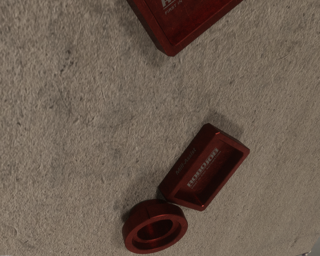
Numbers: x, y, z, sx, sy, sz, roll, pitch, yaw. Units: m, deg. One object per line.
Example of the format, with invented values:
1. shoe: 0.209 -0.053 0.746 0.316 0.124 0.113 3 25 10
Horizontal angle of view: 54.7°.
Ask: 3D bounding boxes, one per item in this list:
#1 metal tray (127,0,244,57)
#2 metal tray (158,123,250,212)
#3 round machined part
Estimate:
1. metal tray: 0.034 -0.151 0.329 0.130 0.030 0.090 -40 130 -2
2. metal tray: 0.070 0.065 0.483 0.090 0.030 0.129 27 104 -38
3. round machined part: -0.010 0.147 0.475 0.099 0.042 0.097 -11 131 -13
